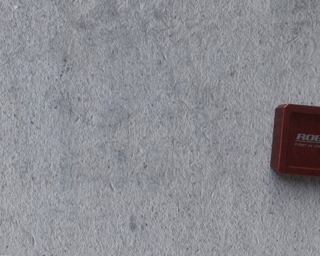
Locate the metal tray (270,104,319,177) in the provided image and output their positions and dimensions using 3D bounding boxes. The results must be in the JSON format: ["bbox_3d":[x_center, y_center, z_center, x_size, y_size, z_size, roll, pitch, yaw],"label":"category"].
[{"bbox_3d":[0.219,0.019,0.409,0.131,0.030,0.089,5,90,0],"label":"metal tray"}]
